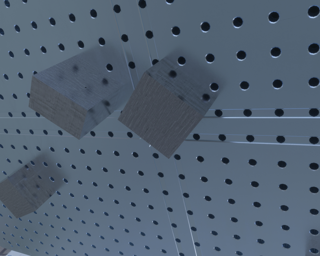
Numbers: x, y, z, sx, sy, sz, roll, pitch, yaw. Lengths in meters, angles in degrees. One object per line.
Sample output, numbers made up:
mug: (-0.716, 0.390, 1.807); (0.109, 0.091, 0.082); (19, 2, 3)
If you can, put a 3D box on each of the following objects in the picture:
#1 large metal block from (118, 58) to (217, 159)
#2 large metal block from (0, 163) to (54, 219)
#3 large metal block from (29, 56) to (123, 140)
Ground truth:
large metal block: (0.008, -0.023, 0.377); (0.080, 0.050, 0.080); (38, 129, 3)
large metal block: (-0.276, 0.127, 0.621); (0.080, 0.050, 0.080); (-27, 104, 37)
large metal block: (-0.109, -0.043, 0.408); (0.080, 0.080, 0.050); (32, 129, 7)
